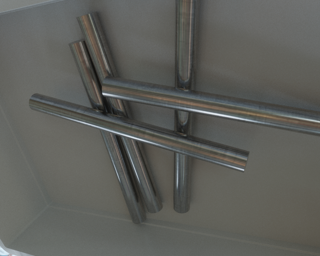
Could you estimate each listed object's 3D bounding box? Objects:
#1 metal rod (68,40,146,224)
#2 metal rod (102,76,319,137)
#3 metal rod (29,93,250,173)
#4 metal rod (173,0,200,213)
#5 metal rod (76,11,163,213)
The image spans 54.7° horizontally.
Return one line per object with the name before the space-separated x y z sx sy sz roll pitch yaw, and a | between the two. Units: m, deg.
metal rod | -0.069 0.021 0.455 0.025 0.025 0.298 -1 118 28
metal rod | 0.082 -0.020 0.329 0.301 0.025 0.025 11 124 13
metal rod | -0.040 0.000 0.394 0.301 0.025 0.025 15 125 19
metal rod | 0.030 -0.009 0.386 0.025 0.025 0.298 12 124 21
metal rod | -0.048 -0.005 0.429 0.025 0.025 0.298 -3 117 29
